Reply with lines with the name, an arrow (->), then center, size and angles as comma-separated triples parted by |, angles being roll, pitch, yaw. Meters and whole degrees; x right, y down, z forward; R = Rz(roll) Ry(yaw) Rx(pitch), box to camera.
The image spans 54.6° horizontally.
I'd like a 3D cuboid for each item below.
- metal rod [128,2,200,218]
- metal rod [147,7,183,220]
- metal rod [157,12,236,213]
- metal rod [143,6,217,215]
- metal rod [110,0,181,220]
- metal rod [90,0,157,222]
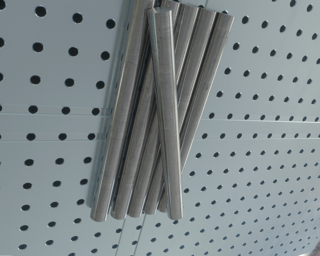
metal rod -> -0.004, -0.005, 0.404 | 0.025, 0.025, 0.298 | 1, 118, -29
metal rod -> 0.012, 0.007, 0.388 | 0.025, 0.025, 0.298 | -18, 126, -18
metal rod -> 0.041, -0.005, 0.430 | 0.025, 0.025, 0.298 | 1, 118, -29
metal rod -> 0.018, -0.006, 0.418 | 0.025, 0.025, 0.298 | 1, 118, -29
metal rod -> -0.025, -0.005, 0.392 | 0.025, 0.025, 0.298 | 1, 118, -29
metal rod -> -0.051, -0.007, 0.378 | 0.025, 0.025, 0.298 | 1, 118, -29
